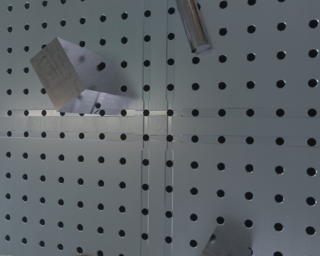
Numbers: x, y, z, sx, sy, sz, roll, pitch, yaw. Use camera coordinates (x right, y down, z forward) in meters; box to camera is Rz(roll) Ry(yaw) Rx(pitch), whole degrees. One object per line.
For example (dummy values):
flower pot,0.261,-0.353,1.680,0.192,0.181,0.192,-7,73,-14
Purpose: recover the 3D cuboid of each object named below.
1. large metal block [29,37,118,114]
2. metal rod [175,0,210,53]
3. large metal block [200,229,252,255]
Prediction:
large metal block,-0.115,-0.067,0.424,0.050,0.080,0.080,-34,79,17
metal rod,0.010,-0.243,0.408,0.025,0.025,0.299,-18,84,19
large metal block,0.063,0.177,0.361,0.050,0.080,0.080,26,99,18
